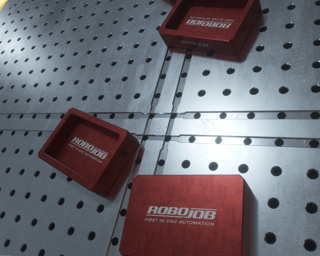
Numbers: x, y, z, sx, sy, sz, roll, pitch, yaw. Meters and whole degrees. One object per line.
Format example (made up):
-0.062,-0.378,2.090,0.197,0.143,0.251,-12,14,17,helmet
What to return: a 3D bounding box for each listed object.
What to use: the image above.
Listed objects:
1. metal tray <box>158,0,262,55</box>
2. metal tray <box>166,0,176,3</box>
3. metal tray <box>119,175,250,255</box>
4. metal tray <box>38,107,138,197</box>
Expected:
0.072,-0.161,0.466,0.130,0.030,0.090,19,72,35,metal tray
0.041,-0.295,0.566,0.130,0.030,0.090,-42,51,-1,metal tray
0.026,0.097,0.332,0.130,0.030,0.090,-4,60,26,metal tray
-0.105,0.029,0.443,0.130,0.030,0.090,21,73,36,metal tray
